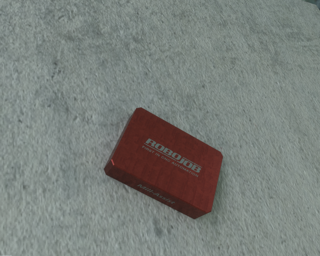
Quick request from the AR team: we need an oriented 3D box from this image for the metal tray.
[{"bbox_3d":[0.009,0.042,0.381,0.131,0.030,0.090,29,52,-10],"label":"metal tray"}]
